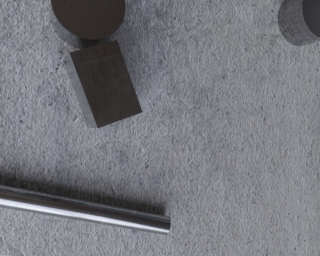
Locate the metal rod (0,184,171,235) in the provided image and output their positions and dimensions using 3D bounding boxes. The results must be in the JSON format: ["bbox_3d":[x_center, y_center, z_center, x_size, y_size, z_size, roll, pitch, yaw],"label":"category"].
[{"bbox_3d":[-0.128,0.089,0.361,0.302,0.025,0.025,16,85,-20],"label":"metal rod"}]

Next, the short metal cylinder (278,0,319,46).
[{"bbox_3d":[0.233,-0.173,0.481,0.081,0.050,0.079,0,90,-20],"label":"short metal cylinder"}]

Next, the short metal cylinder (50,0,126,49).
[{"bbox_3d":[-0.086,-0.137,0.364,0.081,0.050,0.079,0,90,-20],"label":"short metal cylinder"}]

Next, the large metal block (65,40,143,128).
[{"bbox_3d":[-0.068,-0.046,0.355,0.050,0.080,0.080,-22,98,-19],"label":"large metal block"}]
